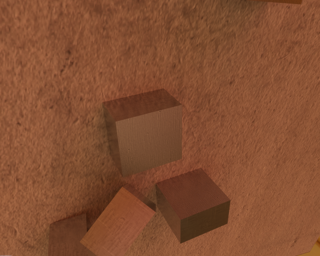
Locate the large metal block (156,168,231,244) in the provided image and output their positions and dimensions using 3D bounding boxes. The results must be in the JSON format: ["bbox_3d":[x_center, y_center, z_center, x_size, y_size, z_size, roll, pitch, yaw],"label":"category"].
[{"bbox_3d":[0.048,0.114,0.470,0.081,0.080,0.050,-15,125,-20],"label":"large metal block"}]

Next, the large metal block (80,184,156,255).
[{"bbox_3d":[-0.050,0.122,0.403,0.050,0.080,0.080,37,83,4],"label":"large metal block"}]

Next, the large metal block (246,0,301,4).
[{"bbox_3d":[0.122,-0.186,0.344,0.081,0.050,0.079,-7,122,-25],"label":"large metal block"}]

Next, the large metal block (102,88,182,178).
[{"bbox_3d":[-0.020,0.005,0.384,0.081,0.050,0.079,-16,125,-20],"label":"large metal block"}]

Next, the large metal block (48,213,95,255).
[{"bbox_3d":[-0.110,0.178,0.417,0.050,0.080,0.080,-16,126,-5],"label":"large metal block"}]
